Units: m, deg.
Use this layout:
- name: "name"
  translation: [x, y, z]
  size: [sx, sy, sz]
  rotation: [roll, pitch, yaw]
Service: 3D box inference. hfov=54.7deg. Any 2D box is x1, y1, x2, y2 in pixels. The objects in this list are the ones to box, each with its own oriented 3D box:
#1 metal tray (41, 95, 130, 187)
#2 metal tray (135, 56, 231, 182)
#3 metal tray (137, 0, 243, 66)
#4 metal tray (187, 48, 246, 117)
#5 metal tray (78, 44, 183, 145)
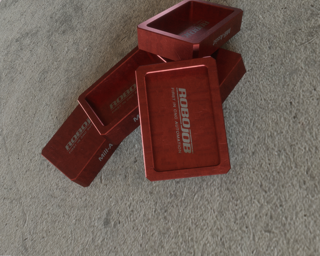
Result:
- name: "metal tray"
  translation: [-0.100, 0.008, 0.447]
  size: [0.090, 0.030, 0.130]
  rotation: [27, 76, 37]
- name: "metal tray"
  translation: [0.025, -0.009, 0.350]
  size: [0.090, 0.030, 0.129]
  rotation: [-7, 82, 5]
- name: "metal tray"
  translation: [0.043, -0.134, 0.417]
  size: [0.090, 0.030, 0.131]
  rotation: [25, 47, 26]
- name: "metal tray"
  translation: [0.038, -0.075, 0.427]
  size: [0.130, 0.030, 0.090]
  rotation: [30, 78, 37]
- name: "metal tray"
  translation: [-0.038, -0.051, 0.413]
  size: [0.130, 0.030, 0.090]
  rotation: [-41, 51, -1]
